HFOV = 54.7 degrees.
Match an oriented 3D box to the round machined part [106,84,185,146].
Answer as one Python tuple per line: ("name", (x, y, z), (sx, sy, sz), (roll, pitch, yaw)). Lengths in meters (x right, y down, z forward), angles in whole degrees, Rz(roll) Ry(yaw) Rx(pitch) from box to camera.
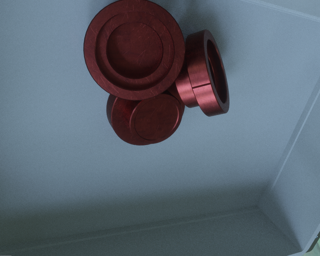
("round machined part", (-0.012, -0.019, 0.379), (0.099, 0.042, 0.097), (-14, 124, -21))

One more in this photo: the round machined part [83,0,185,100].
("round machined part", (-0.026, -0.081, 0.319), (0.099, 0.042, 0.097), (-2, 111, -5))

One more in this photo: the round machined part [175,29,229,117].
("round machined part", (0.047, -0.060, 0.362), (0.042, 0.098, 0.098), (-12, 133, 23))
